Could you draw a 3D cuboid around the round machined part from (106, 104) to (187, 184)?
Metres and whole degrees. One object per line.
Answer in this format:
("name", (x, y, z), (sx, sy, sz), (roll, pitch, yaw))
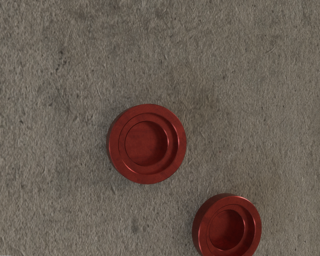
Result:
("round machined part", (-0.020, 0.019, 0.393), (0.099, 0.042, 0.097), (0, 90, -20))

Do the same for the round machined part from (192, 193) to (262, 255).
("round machined part", (0.089, 0.140, 0.433), (0.099, 0.042, 0.097), (0, 90, -20))
